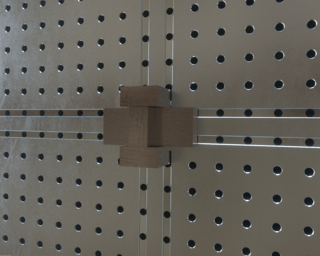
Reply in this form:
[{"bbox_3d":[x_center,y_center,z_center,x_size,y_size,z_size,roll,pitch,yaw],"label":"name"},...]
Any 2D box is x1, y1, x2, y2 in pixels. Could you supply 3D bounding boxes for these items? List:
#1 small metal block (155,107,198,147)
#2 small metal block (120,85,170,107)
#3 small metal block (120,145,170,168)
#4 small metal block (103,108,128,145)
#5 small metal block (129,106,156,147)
[{"bbox_3d":[0.022,-0.001,0.404,0.050,0.025,0.050,1,90,19],"label":"small metal block"},{"bbox_3d":[-0.018,-0.039,0.404,0.050,0.050,0.025,1,91,19],"label":"small metal block"},{"bbox_3d":[-0.019,0.036,0.405,0.050,0.050,0.025,1,91,19],"label":"small metal block"},{"bbox_3d":[-0.050,-0.002,0.429,0.050,0.025,0.050,1,90,19],"label":"small metal block"},{"bbox_3d":[-0.018,-0.002,0.404,0.025,0.050,0.050,1,90,20],"label":"small metal block"}]
